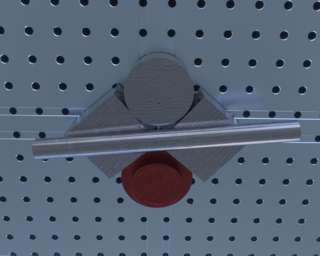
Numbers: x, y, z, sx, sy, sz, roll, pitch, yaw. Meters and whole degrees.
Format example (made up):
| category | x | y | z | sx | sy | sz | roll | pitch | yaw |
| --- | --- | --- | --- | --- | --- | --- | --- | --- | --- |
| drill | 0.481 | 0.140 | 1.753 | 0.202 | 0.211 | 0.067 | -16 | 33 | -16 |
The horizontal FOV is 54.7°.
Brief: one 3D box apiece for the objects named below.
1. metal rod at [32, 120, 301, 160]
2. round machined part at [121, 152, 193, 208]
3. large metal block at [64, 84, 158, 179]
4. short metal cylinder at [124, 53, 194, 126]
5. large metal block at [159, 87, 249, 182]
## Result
| category | x | y | z | sx | sy | sz | roll | pitch | yaw |
| --- | --- | --- | --- | --- | --- | --- | --- | --- | --- |
| metal rod | 0.006 | 0.014 | 0.359 | 0.302 | 0.025 | 0.025 | -4 | 110 | 2 |
| round machined part | -0.004 | 0.070 | 0.426 | 0.099 | 0.042 | 0.097 | 0 | 110 | 0 |
| large metal block | -0.059 | 0.004 | 0.397 | 0.080 | 0.050 | 0.080 | -38 | 108 | 12 |
| short metal cylinder | -0.001 | -0.049 | 0.378 | 0.081 | 0.050 | 0.079 | 0 | 110 | 0 |
| large metal block | 0.054 | 0.008 | 0.397 | 0.080 | 0.050 | 0.080 | 40 | 106 | -14 |
